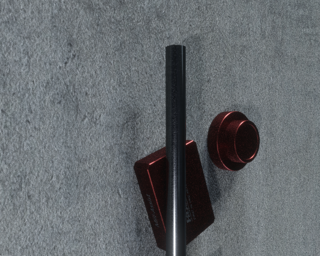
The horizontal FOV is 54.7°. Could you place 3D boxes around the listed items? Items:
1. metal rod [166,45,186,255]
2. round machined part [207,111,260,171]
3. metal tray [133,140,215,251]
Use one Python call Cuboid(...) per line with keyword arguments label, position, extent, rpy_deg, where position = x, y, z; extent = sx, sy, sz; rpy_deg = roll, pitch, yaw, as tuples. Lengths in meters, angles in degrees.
Cuboid(label="metal rod", position=(0.020, 0.049, 0.383), extent=(0.025, 0.025, 0.298), rpy_deg=(0, 90, -40))
Cuboid(label="round machined part", position=(0.125, 0.021, 0.501), extent=(0.099, 0.042, 0.097), rpy_deg=(0, 90, -40))
Cuboid(label="metal tray", position=(0.023, 0.091, 0.424), extent=(0.091, 0.030, 0.129), rpy_deg=(-25, 106, -37))
